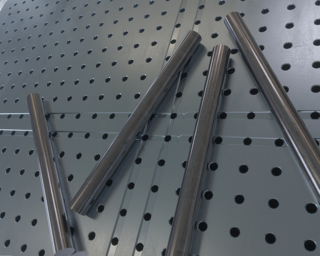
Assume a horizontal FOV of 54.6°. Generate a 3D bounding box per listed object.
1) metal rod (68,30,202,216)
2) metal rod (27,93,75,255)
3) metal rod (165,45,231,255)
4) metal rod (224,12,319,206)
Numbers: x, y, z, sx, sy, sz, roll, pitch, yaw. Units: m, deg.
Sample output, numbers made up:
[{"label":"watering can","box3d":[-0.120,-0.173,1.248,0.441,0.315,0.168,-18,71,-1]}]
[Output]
[{"label":"metal rod","box3d":[-0.028,-0.016,0.433,0.025,0.025,0.300,24,74,36]},{"label":"metal rod","box3d":[-0.172,0.049,0.470,0.025,0.025,0.300,-34,51,6]},{"label":"metal rod","box3d":[0.048,0.025,0.368,0.025,0.025,0.300,2,62,29]},{"label":"metal rod","box3d":[0.133,-0.040,0.362,0.025,0.025,0.300,-24,53,14]}]
